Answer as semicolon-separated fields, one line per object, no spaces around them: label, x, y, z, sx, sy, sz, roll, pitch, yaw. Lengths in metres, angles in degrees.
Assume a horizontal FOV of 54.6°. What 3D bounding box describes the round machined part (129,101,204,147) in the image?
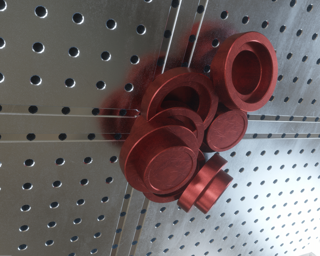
round machined part;0.005;0.008;0.407;0.099;0.042;0.097;-14;124;-21

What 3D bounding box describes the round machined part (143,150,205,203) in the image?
round machined part;0.011;0.055;0.439;0.099;0.042;0.097;-14;124;-21

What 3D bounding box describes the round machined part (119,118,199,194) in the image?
round machined part;0.005;0.040;0.372;0.099;0.042;0.097;-14;124;-21

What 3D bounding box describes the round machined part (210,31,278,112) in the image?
round machined part;0.103;-0.071;0.397;0.099;0.042;0.097;-6;101;-34

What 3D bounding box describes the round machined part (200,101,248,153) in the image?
round machined part;0.085;-0.005;0.442;0.099;0.042;0.097;-14;124;-21

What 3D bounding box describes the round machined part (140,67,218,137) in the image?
round machined part;0.021;-0.031;0.392;0.099;0.042;0.097;-14;124;-21

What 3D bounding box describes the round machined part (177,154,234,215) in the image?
round machined part;0.072;0.089;0.462;0.098;0.042;0.098;-46;162;-19
